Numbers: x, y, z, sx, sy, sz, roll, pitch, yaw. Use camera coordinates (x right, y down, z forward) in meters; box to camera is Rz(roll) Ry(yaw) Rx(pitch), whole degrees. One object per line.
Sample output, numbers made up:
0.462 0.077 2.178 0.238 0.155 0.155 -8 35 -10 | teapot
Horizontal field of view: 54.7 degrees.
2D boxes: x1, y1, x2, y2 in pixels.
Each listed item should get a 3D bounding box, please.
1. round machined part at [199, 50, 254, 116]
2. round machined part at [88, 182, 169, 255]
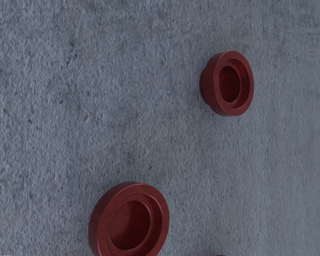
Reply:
0.099 -0.066 0.476 0.099 0.042 0.097 0 90 -40 | round machined part
-0.039 0.111 0.361 0.099 0.042 0.097 0 90 -40 | round machined part
